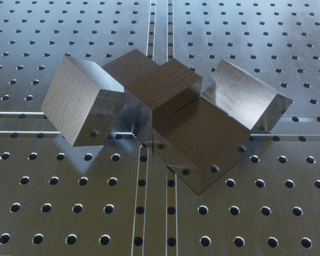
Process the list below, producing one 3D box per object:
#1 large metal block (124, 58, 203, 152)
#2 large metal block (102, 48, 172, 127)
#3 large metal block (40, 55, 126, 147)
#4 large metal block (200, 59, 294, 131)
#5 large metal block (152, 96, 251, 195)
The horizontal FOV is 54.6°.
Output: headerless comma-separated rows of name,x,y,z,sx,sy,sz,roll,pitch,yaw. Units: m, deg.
large metal block,0.004,-0.029,0.396,0.080,0.080,0.050,-35,59,-26
large metal block,-0.038,-0.057,0.439,0.080,0.050,0.080,-35,59,-24
large metal block,-0.095,-0.033,0.390,0.080,0.080,0.050,42,22,29
large metal block,0.113,-0.040,0.399,0.080,0.050,0.080,42,21,28
large metal block,0.048,0.018,0.376,0.080,0.050,0.080,-34,56,-25
